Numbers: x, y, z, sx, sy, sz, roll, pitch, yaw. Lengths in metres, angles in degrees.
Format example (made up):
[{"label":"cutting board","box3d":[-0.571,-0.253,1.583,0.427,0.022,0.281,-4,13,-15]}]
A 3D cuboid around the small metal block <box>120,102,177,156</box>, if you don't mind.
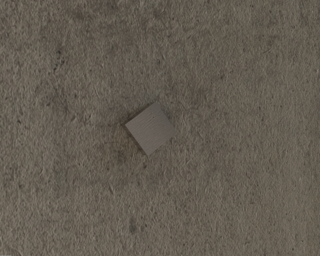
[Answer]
[{"label":"small metal block","box3d":[-0.015,0.001,0.406,0.050,0.025,0.050,-39,103,-16]}]
